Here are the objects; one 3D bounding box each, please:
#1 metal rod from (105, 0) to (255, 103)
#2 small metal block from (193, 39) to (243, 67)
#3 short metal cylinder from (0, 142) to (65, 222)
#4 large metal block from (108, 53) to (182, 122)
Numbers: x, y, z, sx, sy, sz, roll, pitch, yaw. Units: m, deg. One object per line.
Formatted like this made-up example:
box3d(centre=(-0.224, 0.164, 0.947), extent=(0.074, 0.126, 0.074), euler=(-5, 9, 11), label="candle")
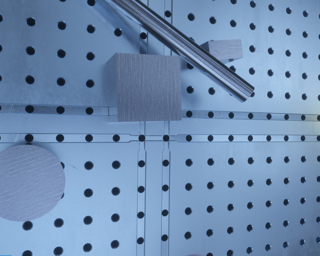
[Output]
box3d(centre=(-0.010, -0.129, 0.380), extent=(0.301, 0.025, 0.025), euler=(36, 78, -6), label="metal rod")
box3d(centre=(0.078, -0.103, 0.429), extent=(0.050, 0.050, 0.025), euler=(-9, 93, -20), label="small metal block")
box3d(centre=(-0.149, 0.057, 0.345), extent=(0.081, 0.050, 0.079), euler=(0, 90, -21), label="short metal cylinder")
box3d(centre=(-0.021, -0.048, 0.393), extent=(0.081, 0.050, 0.079), euler=(-2, 91, -20), label="large metal block")
